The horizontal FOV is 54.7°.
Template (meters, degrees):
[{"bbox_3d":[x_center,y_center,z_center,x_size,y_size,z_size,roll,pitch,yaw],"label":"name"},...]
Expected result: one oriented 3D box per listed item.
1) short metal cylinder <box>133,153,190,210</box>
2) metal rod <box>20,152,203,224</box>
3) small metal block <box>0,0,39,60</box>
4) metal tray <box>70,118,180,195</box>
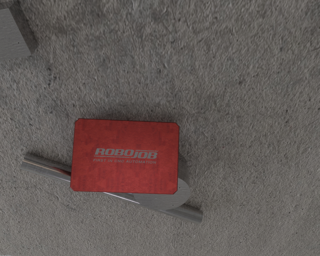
[{"bbox_3d":[0.003,0.076,0.456,0.081,0.050,0.079,0,130,0],"label":"short metal cylinder"},{"bbox_3d":[-0.064,0.101,0.492,0.302,0.025,0.025,22,127,-18],"label":"metal rod"},{"bbox_3d":[-0.164,-0.100,0.321,0.050,0.025,0.050,-8,130,6],"label":"small metal block"},{"bbox_3d":[-0.043,0.036,0.397,0.131,0.090,0.030,3,173,-3],"label":"metal tray"}]
